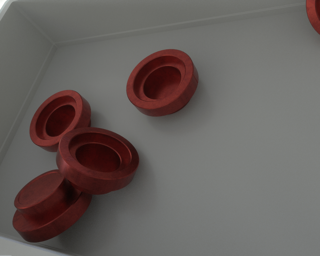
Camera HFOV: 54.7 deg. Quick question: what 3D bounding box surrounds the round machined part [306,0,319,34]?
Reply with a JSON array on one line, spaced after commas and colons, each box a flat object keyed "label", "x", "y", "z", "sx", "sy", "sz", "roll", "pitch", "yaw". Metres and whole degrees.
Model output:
[{"label": "round machined part", "x": 0.220, "y": -0.146, "z": 0.342, "sx": 0.098, "sy": 0.097, "sz": 0.042, "roll": 24, "pitch": 44, "yaw": 36}]

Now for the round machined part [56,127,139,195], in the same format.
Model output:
[{"label": "round machined part", "x": -0.079, "y": 0.044, "z": 0.386, "sx": 0.098, "sy": 0.099, "sz": 0.042, "roll": 50, "pitch": 129, "yaw": 39}]

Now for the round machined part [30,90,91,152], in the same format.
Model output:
[{"label": "round machined part", "x": -0.147, "y": -0.007, "z": 0.476, "sx": 0.098, "sy": 0.042, "sz": 0.098, "roll": -13, "pitch": 56, "yaw": 21}]

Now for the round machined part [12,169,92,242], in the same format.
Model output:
[{"label": "round machined part", "x": -0.139, "y": 0.089, "z": 0.388, "sx": 0.098, "sy": 0.042, "sz": 0.098, "roll": -19, "pitch": 26, "yaw": 10}]

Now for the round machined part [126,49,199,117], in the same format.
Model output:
[{"label": "round machined part", "x": 0.007, "y": -0.057, "z": 0.426, "sx": 0.098, "sy": 0.042, "sz": 0.098, "roll": -13, "pitch": 56, "yaw": 21}]
